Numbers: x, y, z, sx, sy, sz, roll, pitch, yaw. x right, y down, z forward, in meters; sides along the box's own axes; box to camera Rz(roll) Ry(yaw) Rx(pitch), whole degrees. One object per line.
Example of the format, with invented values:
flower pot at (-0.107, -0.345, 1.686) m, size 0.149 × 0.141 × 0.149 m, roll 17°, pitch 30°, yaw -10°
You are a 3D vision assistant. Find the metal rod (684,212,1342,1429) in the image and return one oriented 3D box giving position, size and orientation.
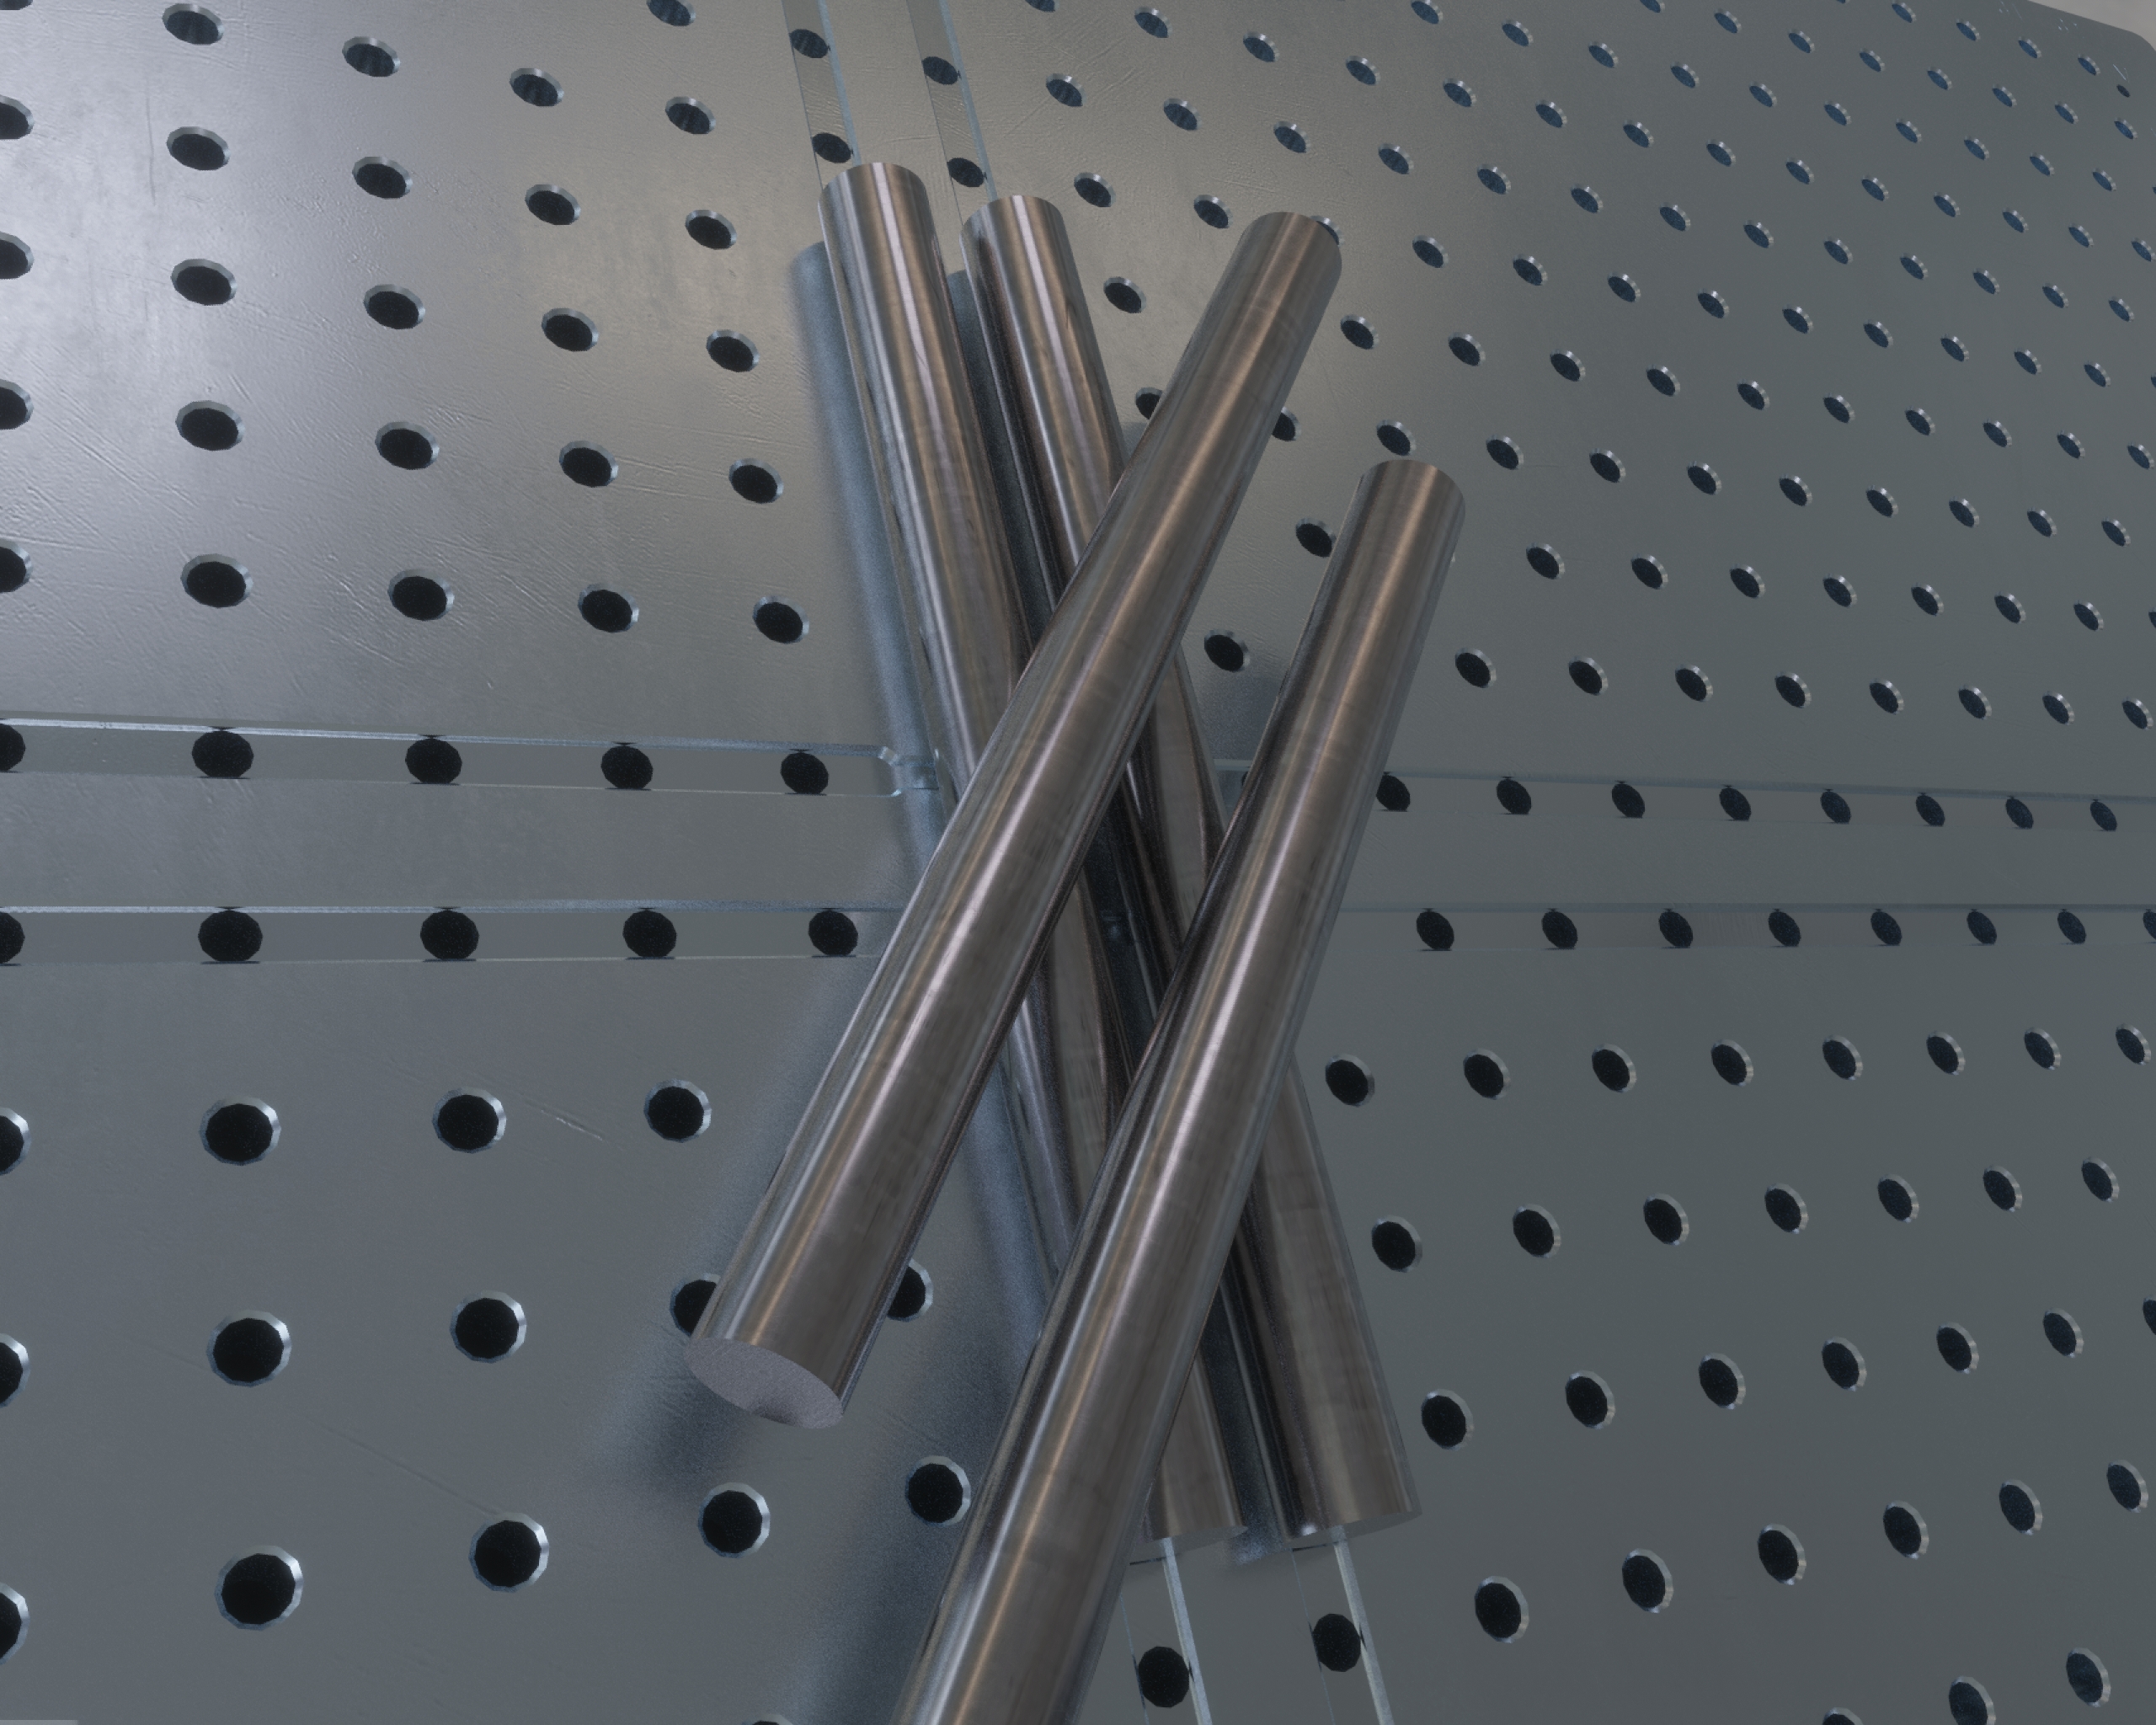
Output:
metal rod at (0.002, -0.033, 0.397) m, size 0.025 × 0.025 × 0.301 m, roll 31°, pitch 52°, yaw -9°

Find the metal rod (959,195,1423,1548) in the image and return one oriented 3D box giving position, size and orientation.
metal rod at (0.016, -0.016, 0.426) m, size 0.025 × 0.025 × 0.299 m, roll 1°, pitch 61°, yaw -28°

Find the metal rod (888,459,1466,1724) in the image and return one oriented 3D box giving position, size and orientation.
metal rod at (0.027, 0.029, 0.372) m, size 0.025 × 0.025 × 0.301 m, roll 30°, pitch 52°, yaw -9°

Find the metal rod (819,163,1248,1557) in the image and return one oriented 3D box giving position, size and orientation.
metal rod at (-0.015, -0.018, 0.411) m, size 0.025 × 0.025 × 0.299 m, roll 1°, pitch 61°, yaw -28°
